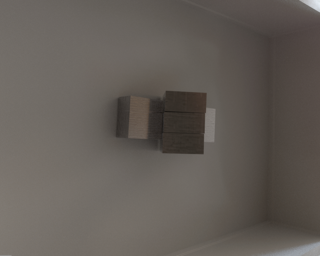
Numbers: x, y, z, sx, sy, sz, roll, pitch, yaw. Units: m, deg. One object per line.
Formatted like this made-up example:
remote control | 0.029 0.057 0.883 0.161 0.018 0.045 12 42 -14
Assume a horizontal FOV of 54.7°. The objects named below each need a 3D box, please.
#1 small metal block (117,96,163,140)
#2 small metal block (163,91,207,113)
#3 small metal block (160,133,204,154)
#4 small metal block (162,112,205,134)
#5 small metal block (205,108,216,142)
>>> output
small metal block | -0.025 -0.012 0.386 0.050 0.025 0.050 5 87 -40
small metal block | 0.030 -0.031 0.402 0.050 0.050 0.025 3 88 -4
small metal block | 0.027 0.020 0.400 0.050 0.050 0.025 2 88 -4
small metal block | 0.028 -0.006 0.401 0.050 0.050 0.025 2 88 -4
small metal block | 0.054 -0.005 0.453 0.050 0.025 0.050 4 88 -40
